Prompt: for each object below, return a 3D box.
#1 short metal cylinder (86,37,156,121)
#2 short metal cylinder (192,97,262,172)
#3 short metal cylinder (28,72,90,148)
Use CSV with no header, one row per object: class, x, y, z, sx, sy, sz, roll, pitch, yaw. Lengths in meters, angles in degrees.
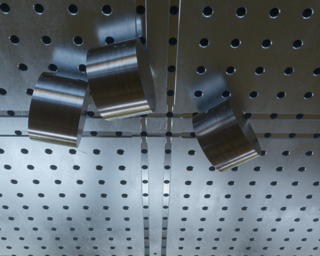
short metal cylinder,-0.038,-0.051,0.332,0.050,0.080,0.080,-11,130,9
short metal cylinder,0.083,0.008,0.383,0.050,0.080,0.080,-29,124,22
short metal cylinder,-0.113,-0.020,0.357,0.050,0.080,0.079,11,129,-9
